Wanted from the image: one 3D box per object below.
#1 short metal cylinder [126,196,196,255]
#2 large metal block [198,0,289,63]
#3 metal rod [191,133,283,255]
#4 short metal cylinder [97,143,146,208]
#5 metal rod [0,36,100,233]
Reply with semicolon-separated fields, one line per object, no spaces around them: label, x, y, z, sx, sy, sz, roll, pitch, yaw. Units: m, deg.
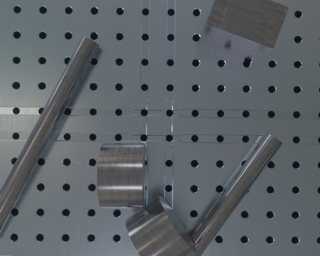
short metal cylinder;0.001;0.132;0.386;0.050;0.080;0.080;-35;90;0
large metal block;0.098;-0.126;0.386;0.080;0.080;0.050;20;90;0
metal rod;0.064;0.135;0.413;0.025;0.025;0.299;36;90;0
short metal cylinder;-0.045;0.059;0.385;0.050;0.080;0.079;0;90;0
metal rod;-0.162;0.017;0.411;0.025;0.025;0.299;28;90;0
